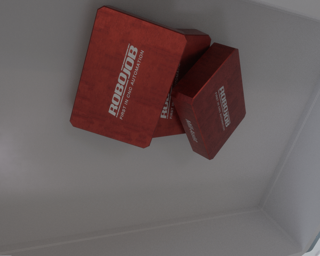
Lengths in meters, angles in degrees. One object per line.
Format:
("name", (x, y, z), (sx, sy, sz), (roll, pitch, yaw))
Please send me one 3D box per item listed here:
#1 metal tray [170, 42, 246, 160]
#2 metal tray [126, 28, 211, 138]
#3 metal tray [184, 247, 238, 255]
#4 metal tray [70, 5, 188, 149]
("metal tray", (0.067, -0.029, 0.389), (0.090, 0.030, 0.130), (-50, 144, -18))
("metal tray", (0.006, -0.052, 0.376), (0.091, 0.030, 0.129), (-7, 122, -25))
("metal tray", (0.095, 0.298, 0.643), (0.131, 0.030, 0.089), (7, 115, -32))
("metal tray", (-0.035, -0.051, 0.329), (0.091, 0.030, 0.129), (18, 111, -6))
